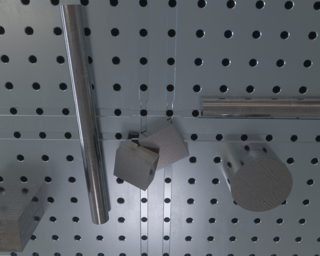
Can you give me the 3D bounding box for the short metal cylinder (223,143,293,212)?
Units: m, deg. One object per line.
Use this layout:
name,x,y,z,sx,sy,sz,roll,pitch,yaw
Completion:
short metal cylinder,0.132,0.067,0.426,0.081,0.050,0.079,0,110,0

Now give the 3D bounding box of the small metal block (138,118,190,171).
small metal block,0.006,0.023,0.422,0.050,0.025,0.050,-27,108,9

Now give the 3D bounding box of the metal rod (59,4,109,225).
metal rod,-0.096,-0.003,0.411,0.025,0.025,0.298,-3,110,1

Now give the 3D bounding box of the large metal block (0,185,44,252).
large metal block,-0.217,0.122,0.427,0.081,0.080,0.050,2,110,-1

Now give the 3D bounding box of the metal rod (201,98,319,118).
metal rod,0.206,-0.026,0.405,0.302,0.025,0.025,0,110,-1

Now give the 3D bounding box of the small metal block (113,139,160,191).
small metal block,-0.032,0.050,0.414,0.050,0.025,0.050,25,131,13
